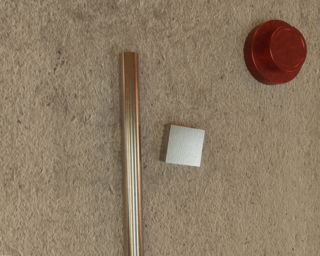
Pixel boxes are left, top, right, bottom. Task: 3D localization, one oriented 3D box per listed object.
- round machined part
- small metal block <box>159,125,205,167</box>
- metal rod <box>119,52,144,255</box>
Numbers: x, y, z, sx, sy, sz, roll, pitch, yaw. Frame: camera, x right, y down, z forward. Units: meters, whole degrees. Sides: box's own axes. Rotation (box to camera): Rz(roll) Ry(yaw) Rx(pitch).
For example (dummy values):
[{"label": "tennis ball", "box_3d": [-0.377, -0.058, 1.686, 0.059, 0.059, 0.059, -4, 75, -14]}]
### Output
[{"label": "round machined part", "box_3d": [0.181, -0.116, 0.468, 0.099, 0.042, 0.097, 0, 90, -21]}, {"label": "small metal block", "box_3d": [0.030, 0.024, 0.421, 0.050, 0.025, 0.050, 9, 87, -20]}, {"label": "metal rod", "box_3d": [-0.036, 0.055, 0.396, 0.025, 0.025, 0.298, -2, 91, -20]}]
